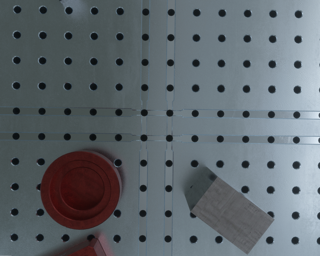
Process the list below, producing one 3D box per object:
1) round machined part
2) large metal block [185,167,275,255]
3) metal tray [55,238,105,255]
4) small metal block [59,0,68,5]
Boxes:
[{"bbox_3d":[-0.099,0.078,0.404,0.099,0.042,0.097,0,90,0],"label":"round machined part"},{"bbox_3d":[0.081,0.098,0.386,0.080,0.080,0.050,37,90,0],"label":"large metal block"},{"bbox_3d":[-0.127,0.216,0.409,0.131,0.030,0.090,-25,90,0],"label":"metal tray"},{"bbox_3d":[-0.139,-0.197,0.399,0.025,0.050,0.050,-37,90,0],"label":"small metal block"}]
